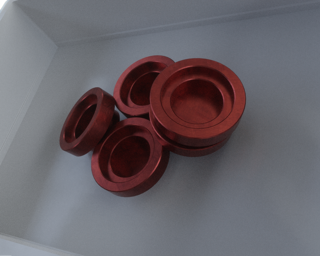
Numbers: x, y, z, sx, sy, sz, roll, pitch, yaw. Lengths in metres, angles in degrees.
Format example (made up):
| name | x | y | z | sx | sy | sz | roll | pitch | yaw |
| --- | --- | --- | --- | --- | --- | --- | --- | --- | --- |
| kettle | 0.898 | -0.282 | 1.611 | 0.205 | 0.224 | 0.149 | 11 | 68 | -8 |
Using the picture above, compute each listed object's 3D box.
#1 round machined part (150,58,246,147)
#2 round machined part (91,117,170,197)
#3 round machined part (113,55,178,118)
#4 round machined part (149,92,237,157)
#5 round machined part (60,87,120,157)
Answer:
| name | x | y | z | sx | sy | sz | roll | pitch | yaw |
| --- | --- | --- | --- | --- | --- | --- | --- | --- | --- |
| round machined part | 0.040 | -0.024 | 0.337 | 0.099 | 0.042 | 0.098 | -1 | 64 | 3 |
| round machined part | -0.033 | 0.039 | 0.385 | 0.098 | 0.042 | 0.098 | -13 | 56 | 21 |
| round machined part | -0.012 | -0.049 | 0.428 | 0.098 | 0.042 | 0.098 | -13 | 56 | 21 |
| round machined part | 0.038 | -0.011 | 0.366 | 0.099 | 0.042 | 0.098 | -1 | 63 | 2 |
| round machined part | -0.093 | -0.005 | 0.432 | 0.098 | 0.042 | 0.098 | -31 | 41 | 33 |
